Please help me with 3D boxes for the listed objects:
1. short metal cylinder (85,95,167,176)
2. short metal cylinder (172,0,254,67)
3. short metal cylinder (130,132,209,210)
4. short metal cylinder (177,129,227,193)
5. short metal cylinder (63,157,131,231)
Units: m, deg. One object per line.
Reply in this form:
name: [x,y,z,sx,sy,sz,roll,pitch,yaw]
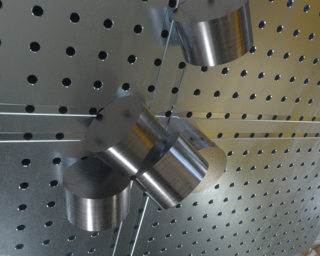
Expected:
short metal cylinder: [-0.039,0.009,0.359,0.080,0.080,0.050,-42,126,0]
short metal cylinder: [0.059,-0.111,0.341,0.080,0.080,0.050,-29,129,-10]
short metal cylinder: [0.011,0.050,0.372,0.080,0.080,0.050,-43,97,1]
short metal cylinder: [0.050,0.048,0.454,0.081,0.050,0.079,-14,125,-21]
short metal cylinder: [-0.077,0.079,0.384,0.081,0.080,0.050,-9,123,-24]
